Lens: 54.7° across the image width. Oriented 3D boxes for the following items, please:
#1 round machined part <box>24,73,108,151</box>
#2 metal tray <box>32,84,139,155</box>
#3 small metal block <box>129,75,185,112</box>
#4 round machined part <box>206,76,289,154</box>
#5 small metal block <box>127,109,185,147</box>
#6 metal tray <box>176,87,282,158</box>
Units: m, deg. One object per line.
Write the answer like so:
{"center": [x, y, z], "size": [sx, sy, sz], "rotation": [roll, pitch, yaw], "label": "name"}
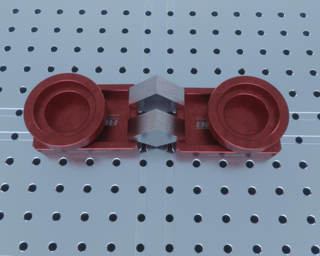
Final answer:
{"center": [-0.116, -0.017, 0.395], "size": [0.099, 0.042, 0.098], "rotation": [0, 70, 0], "label": "round machined part"}
{"center": [-0.095, -0.012, 0.414], "size": [0.131, 0.030, 0.090], "rotation": [-1, 72, -1], "label": "metal tray"}
{"center": [-0.004, -0.040, 0.398], "size": [0.050, 0.050, 0.025], "rotation": [-18, 63, 41], "label": "small metal block"}
{"center": [0.108, -0.014, 0.395], "size": [0.099, 0.042, 0.098], "rotation": [0, 70, 0], "label": "round machined part"}
{"center": [-0.005, 0.001, 0.382], "size": [0.050, 0.050, 0.025], "rotation": [-18, 63, 41], "label": "small metal block"}
{"center": [0.087, -0.007, 0.412], "size": [0.131, 0.030, 0.090], "rotation": [1, 70, 0], "label": "metal tray"}
